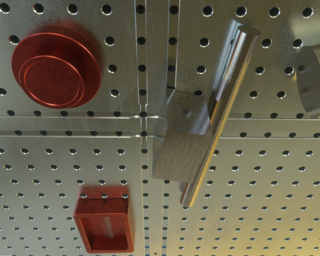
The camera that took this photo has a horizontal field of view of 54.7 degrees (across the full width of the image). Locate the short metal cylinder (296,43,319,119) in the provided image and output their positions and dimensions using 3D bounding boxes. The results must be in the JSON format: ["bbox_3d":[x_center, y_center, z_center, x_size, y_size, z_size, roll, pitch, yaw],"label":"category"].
[{"bbox_3d":[0.186,-0.053,0.332,0.050,0.080,0.080,-9,130,8],"label":"short metal cylinder"}]

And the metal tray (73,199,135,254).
[{"bbox_3d":[-0.096,0.180,0.560,0.091,0.030,0.129,-2,130,1],"label":"metal tray"}]

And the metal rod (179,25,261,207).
[{"bbox_3d":[0.069,0.009,0.420,0.025,0.025,0.298,7,130,-6],"label":"metal rod"}]

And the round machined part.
[{"bbox_3d":[-0.116,-0.060,0.348,0.099,0.042,0.097,0,130,0],"label":"round machined part"}]

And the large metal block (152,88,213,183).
[{"bbox_3d":[0.024,0.009,0.383,0.050,0.080,0.079,9,130,-8],"label":"large metal block"}]
